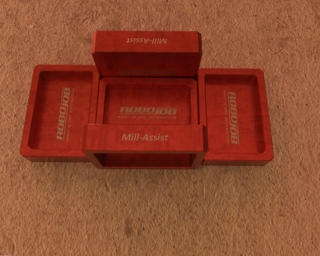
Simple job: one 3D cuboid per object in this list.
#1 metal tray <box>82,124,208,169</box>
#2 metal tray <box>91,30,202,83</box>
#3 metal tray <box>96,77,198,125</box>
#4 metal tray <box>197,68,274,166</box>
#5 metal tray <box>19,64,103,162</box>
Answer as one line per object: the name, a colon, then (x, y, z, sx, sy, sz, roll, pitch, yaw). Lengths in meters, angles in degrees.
metal tray: (-0.016, 0.025, 0.364, 0.131, 0.090, 0.030, 0, 70, 0)
metal tray: (-0.015, -0.088, 0.407, 0.131, 0.090, 0.030, 0, 70, 0)
metal tray: (-0.016, -0.021, 0.414, 0.131, 0.030, 0.090, 1, 70, 0)
metal tray: (0.095, -0.016, 0.414, 0.091, 0.030, 0.130, 1, 70, 0)
metal tray: (-0.126, -0.021, 0.413, 0.091, 0.030, 0.130, 1, 70, 0)
